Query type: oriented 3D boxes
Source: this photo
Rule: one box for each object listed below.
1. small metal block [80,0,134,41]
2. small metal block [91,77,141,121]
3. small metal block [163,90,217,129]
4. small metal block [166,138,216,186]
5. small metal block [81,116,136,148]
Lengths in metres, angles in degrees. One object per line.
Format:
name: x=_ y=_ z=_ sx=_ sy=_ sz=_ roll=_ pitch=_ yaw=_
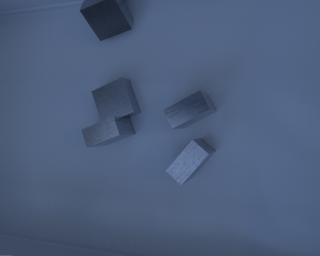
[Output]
small metal block: x=-0.071 y=-0.153 z=0.418 sx=0.050 sy=0.050 sz=0.025 roll=-15 pitch=47 yaw=19
small metal block: x=-0.061 y=-0.036 z=0.431 sx=0.050 sy=0.025 sz=0.050 roll=-21 pitch=83 yaw=18
small metal block: x=0.039 y=-0.021 z=0.383 sx=0.050 sy=0.050 sz=0.025 roll=-28 pitch=81 yaw=17
small metal block: x=0.039 y=0.040 z=0.383 sx=0.025 sy=0.050 sz=0.050 roll=43 pitch=103 yaw=15
small metal block: x=-0.068 y=0.005 z=0.420 sx=0.050 sy=0.050 sz=0.025 roll=-21 pitch=83 yaw=18
